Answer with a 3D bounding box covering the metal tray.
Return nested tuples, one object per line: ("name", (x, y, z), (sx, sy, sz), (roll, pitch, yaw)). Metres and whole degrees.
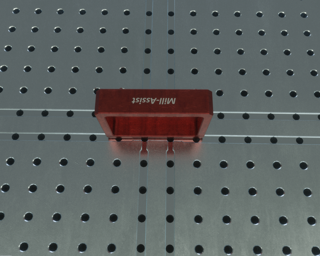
("metal tray", (-0.006, -0.015, 0.382), (0.131, 0.090, 0.030), (0, 70, 0))
